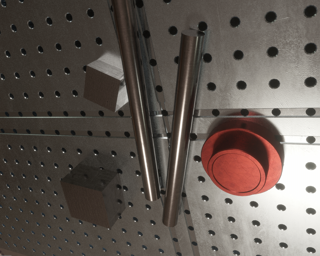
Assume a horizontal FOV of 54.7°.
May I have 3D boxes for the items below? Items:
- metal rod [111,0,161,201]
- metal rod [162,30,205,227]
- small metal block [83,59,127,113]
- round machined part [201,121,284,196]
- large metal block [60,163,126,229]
[{"bbox_3d":[-0.027,-0.025,0.408,0.025,0.025,0.298,7,122,24],"label":"metal rod"},{"bbox_3d":[0.026,0.023,0.410,0.025,0.025,0.298,17,125,18],"label":"metal rod"},{"bbox_3d":[-0.072,-0.056,0.412,0.050,0.025,0.050,25,127,12],"label":"small metal block"},{"bbox_3d":[0.097,0.043,0.376,0.098,0.042,0.097,13,124,20],"label":"round machined part"},{"bbox_3d":[-0.111,0.113,0.521,0.080,0.050,0.079,8,122,23],"label":"large metal block"}]
